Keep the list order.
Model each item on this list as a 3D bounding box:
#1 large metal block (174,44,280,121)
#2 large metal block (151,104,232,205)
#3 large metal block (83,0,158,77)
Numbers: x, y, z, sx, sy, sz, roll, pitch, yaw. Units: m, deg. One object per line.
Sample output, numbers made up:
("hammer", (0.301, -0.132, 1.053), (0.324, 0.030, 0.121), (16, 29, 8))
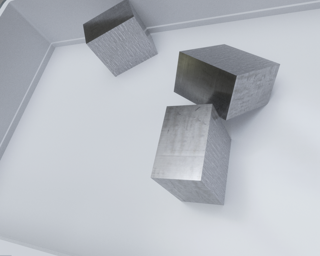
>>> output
("large metal block", (0.076, -0.057, 0.359), (0.081, 0.050, 0.080), (-20, 40, -37))
("large metal block", (0.038, 0.030, 0.331), (0.050, 0.080, 0.080), (-1, 61, 27))
("large metal block", (-0.061, -0.139, 0.486), (0.080, 0.080, 0.050), (-26, 53, 12))
